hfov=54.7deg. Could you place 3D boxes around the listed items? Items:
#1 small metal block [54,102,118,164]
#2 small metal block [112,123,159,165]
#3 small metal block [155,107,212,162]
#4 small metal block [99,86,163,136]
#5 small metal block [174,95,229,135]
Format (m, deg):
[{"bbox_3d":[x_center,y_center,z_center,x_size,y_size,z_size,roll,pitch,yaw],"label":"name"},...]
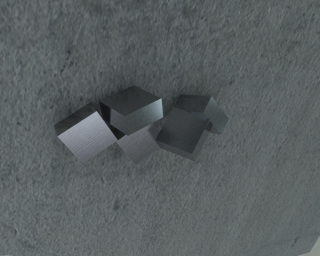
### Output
[{"bbox_3d":[-0.086,0.006,0.364,0.050,0.025,0.050,-34,129,-6],"label":"small metal block"},{"bbox_3d":[-0.027,0.012,0.401,0.050,0.025,0.050,-36,130,-4],"label":"small metal block"},{"bbox_3d":[0.030,0.007,0.388,0.050,0.050,0.025,-61,155,-19],"label":"small metal block"},{"bbox_3d":[-0.033,-0.021,0.353,0.050,0.050,0.025,-29,130,-31],"label":"small metal block"},{"bbox_3d":[0.054,-0.018,0.407,0.050,0.050,0.025,44,66,-40],"label":"small metal block"}]
